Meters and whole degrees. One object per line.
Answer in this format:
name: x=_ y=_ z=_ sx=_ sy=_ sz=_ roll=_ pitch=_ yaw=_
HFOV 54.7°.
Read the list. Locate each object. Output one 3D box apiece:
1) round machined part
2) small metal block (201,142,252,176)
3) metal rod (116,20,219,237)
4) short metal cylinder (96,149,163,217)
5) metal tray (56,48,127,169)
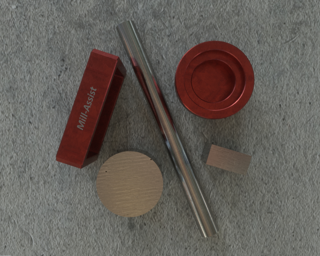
round machined part: x=0.068 y=-0.060 z=0.403 sx=0.099 sy=0.042 sz=0.097 roll=0 pitch=90 yaw=-1
small metal block: x=0.083 y=0.038 z=0.397 sx=0.050 sy=0.050 sz=0.025 roll=17 pitch=90 yaw=-1
metal rod: x=0.010 y=0.001 z=0.412 sx=0.025 sy=0.025 sz=0.299 roll=-22 pitch=90 yaw=0
short metal cylinder: x=-0.037 y=0.068 z=0.398 sx=0.081 sy=0.050 sz=0.079 roll=0 pitch=90 yaw=-1
metal tray: x=-0.079 y=-0.021 z=0.378 sx=0.030 sy=0.090 sz=0.129 roll=19 pitch=90 yaw=0
